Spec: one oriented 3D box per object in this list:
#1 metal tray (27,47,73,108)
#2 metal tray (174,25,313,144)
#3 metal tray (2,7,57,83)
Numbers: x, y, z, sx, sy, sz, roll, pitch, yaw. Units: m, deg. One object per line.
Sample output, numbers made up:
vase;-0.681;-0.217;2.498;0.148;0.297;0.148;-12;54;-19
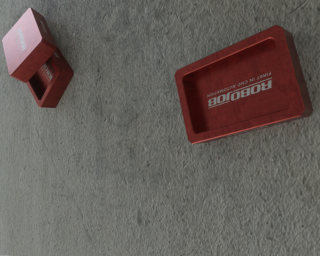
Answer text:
metal tray;-0.219;-0.112;0.582;0.090;0.030;0.130;-52;60;27
metal tray;0.082;-0.040;0.333;0.130;0.030;0.090;-18;79;38
metal tray;-0.243;-0.154;0.569;0.090;0.030;0.130;-42;51;13
